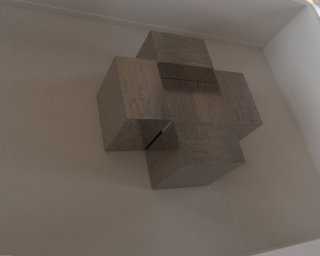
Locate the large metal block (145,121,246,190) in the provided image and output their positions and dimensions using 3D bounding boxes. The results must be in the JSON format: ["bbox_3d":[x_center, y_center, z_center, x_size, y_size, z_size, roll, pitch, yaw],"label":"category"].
[{"bbox_3d":[0.038,0.034,0.368,0.081,0.080,0.050,2,61,-27],"label":"large metal block"}]

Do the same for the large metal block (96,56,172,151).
[{"bbox_3d":[-0.035,-0.026,0.366,0.050,0.080,0.080,1,62,-28],"label":"large metal block"}]

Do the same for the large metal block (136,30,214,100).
[{"bbox_3d":[0.013,-0.081,0.424,0.081,0.080,0.050,1,62,-28],"label":"large metal block"}]

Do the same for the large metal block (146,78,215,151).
[{"bbox_3d":[0.020,-0.017,0.407,0.081,0.050,0.080,1,62,-28],"label":"large metal block"}]

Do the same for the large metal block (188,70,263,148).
[{"bbox_3d":[0.083,-0.022,0.427,0.050,0.080,0.080,1,62,-28],"label":"large metal block"}]
